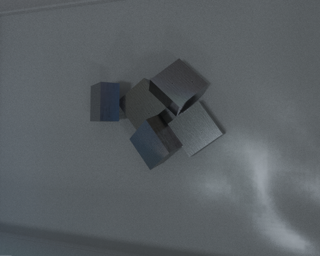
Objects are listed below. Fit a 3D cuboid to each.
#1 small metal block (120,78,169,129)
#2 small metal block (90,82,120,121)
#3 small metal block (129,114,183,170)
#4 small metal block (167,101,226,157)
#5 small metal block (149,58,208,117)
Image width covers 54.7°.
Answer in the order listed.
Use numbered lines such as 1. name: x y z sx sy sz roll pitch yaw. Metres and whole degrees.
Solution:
1. small metal block: -0.021 -0.030 0.415 0.050 0.025 0.050 -39 78 15
2. small metal block: -0.075 -0.034 0.420 0.050 0.025 0.050 1 90 63
3. small metal block: -0.006 0.018 0.398 0.050 0.025 0.050 55 137 12
4. small metal block: 0.046 0.001 0.392 0.050 0.025 0.050 -37 79 16
5. small metal block: 0.022 -0.051 0.388 0.050 0.025 0.050 -40 75 -21
